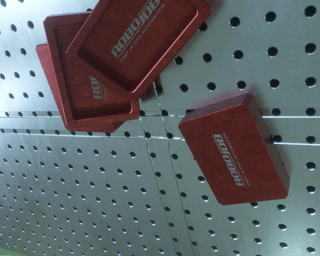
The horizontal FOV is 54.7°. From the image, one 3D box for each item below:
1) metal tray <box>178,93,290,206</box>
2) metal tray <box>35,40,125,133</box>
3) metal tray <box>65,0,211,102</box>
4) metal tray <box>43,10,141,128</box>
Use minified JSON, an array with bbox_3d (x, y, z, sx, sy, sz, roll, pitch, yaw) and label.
[{"bbox_3d":[0.091,0.032,0.379,0.090,0.030,0.130,-17,110,34],"label":"metal tray"},{"bbox_3d":[-0.107,-0.058,0.427,0.090,0.030,0.129,2,119,27],"label":"metal tray"},{"bbox_3d":[-0.024,-0.100,0.319,0.090,0.030,0.129,35,115,-18],"label":"metal tray"},{"bbox_3d":[-0.076,-0.069,0.368,0.091,0.030,0.129,-9,115,-7],"label":"metal tray"}]
